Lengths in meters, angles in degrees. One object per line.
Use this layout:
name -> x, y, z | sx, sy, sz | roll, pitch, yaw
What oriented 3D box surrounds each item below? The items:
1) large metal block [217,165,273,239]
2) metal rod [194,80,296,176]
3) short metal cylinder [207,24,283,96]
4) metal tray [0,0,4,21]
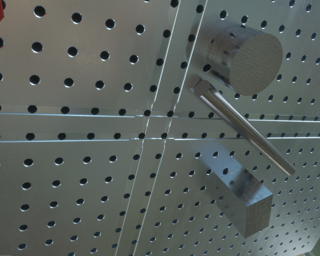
large metal block -> 0.142, 0.125, 0.531 | 0.050, 0.080, 0.079 | -20, 126, -17
metal rod -> 0.152, 0.014, 0.502 | 0.301, 0.025, 0.025 | 34, 99, -39
short metal cylinder -> 0.109, -0.088, 0.400 | 0.081, 0.050, 0.079 | -14, 124, -21
metal tray -> -0.193, -0.124, 0.225 | 0.131, 0.030, 0.089 | -10, 123, -23
